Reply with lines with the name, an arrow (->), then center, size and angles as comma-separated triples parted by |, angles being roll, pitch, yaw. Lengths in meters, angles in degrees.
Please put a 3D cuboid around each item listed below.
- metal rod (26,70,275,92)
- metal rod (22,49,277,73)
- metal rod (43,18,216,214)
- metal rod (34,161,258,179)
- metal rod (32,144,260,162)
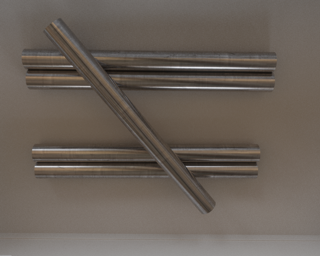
metal rod -> -0.011, -0.059, 0.387 | 0.302, 0.025, 0.025 | 1, 110, -1
metal rod -> -0.012, -0.082, 0.379 | 0.302, 0.025, 0.025 | 1, 110, -1
metal rod -> -0.026, -0.003, 0.382 | 0.025, 0.025, 0.300 | -36, 106, 12
metal rod -> -0.018, 0.058, 0.430 | 0.302, 0.025, 0.025 | 0, 110, -1
metal rod -> -0.018, 0.034, 0.422 | 0.302, 0.025, 0.025 | 0, 110, -1
